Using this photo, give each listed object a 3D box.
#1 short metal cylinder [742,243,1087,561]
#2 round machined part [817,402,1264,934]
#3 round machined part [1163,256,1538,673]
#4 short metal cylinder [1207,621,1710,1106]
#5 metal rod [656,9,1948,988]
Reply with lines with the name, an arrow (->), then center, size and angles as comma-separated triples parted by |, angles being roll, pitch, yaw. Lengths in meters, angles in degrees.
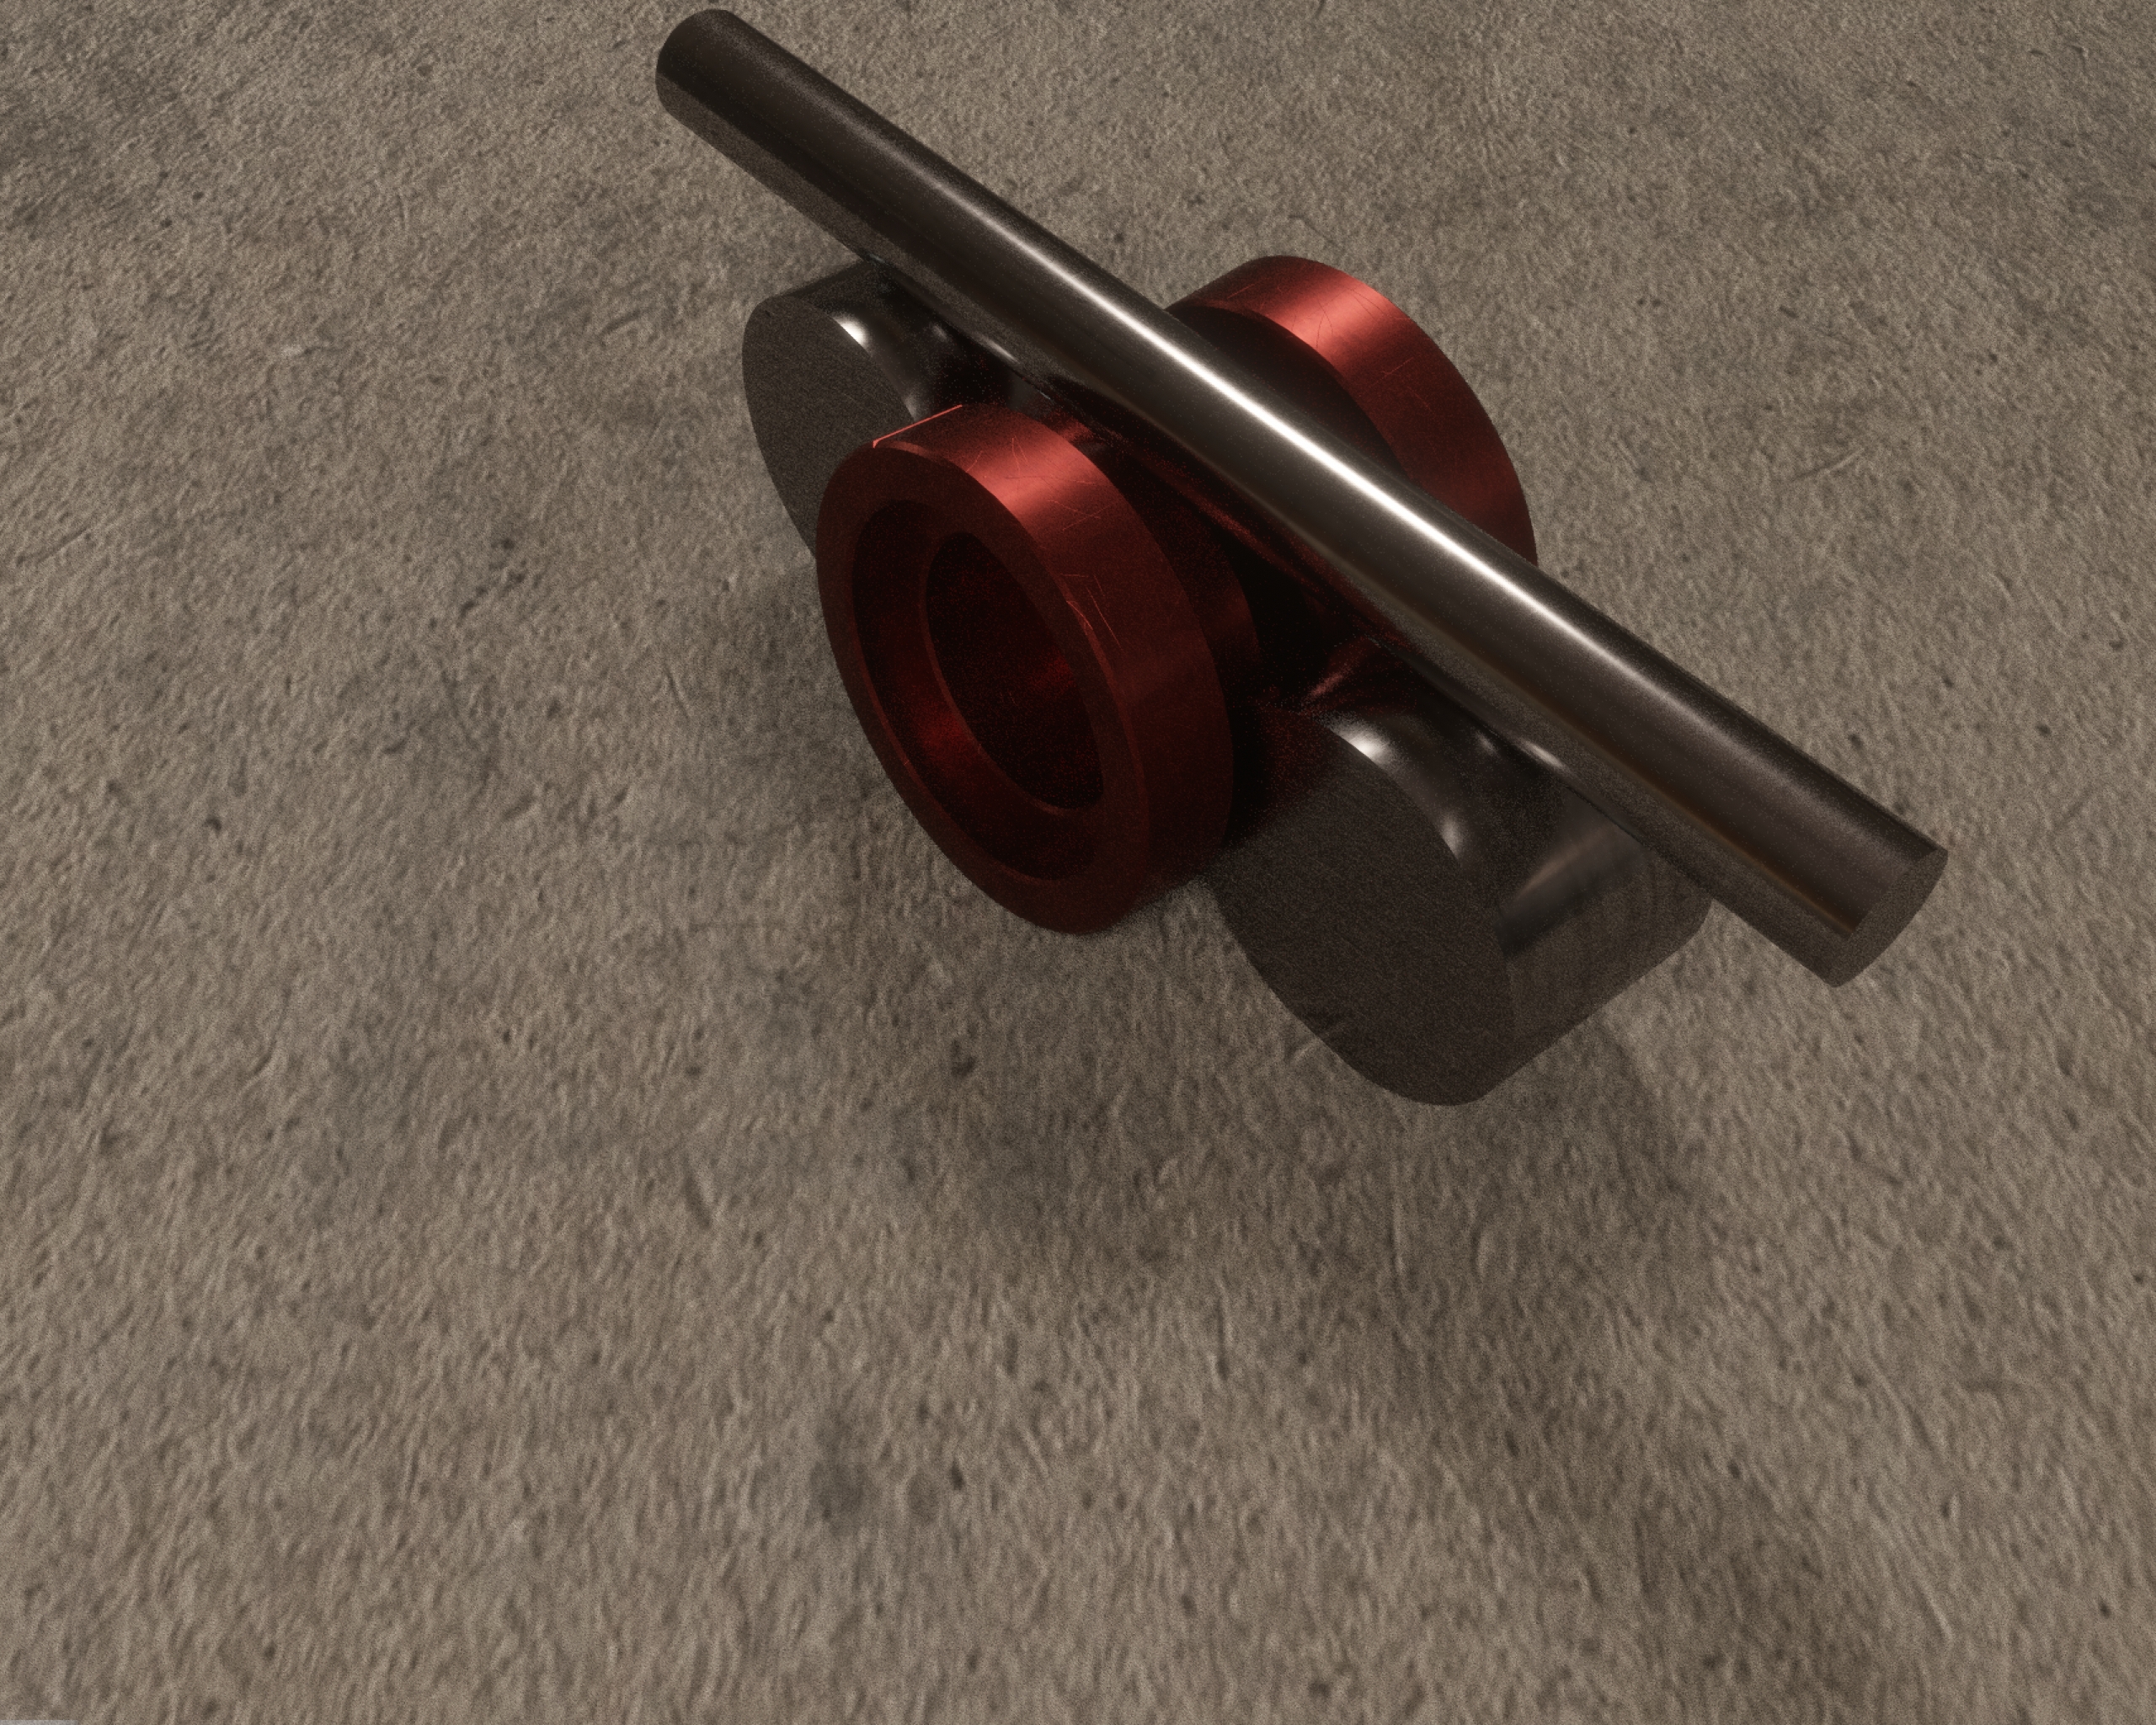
short metal cylinder -> -0.028, -0.092, 0.445 | 0.050, 0.080, 0.080 | -32, 57, -24
round machined part -> -0.003, -0.039, 0.389 | 0.042, 0.097, 0.098 | -30, 56, -28
round machined part -> 0.040, -0.066, 0.413 | 0.042, 0.098, 0.098 | -35, 58, -20
short metal cylinder -> 0.065, -0.004, 0.373 | 0.050, 0.080, 0.080 | -32, 57, -24
metal rod -> 0.018, -0.080, 0.369 | 0.025, 0.025, 0.300 | -33, 58, -25
